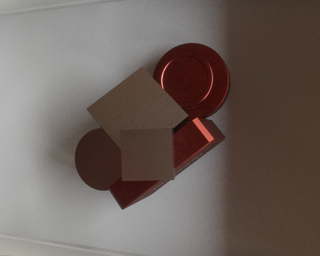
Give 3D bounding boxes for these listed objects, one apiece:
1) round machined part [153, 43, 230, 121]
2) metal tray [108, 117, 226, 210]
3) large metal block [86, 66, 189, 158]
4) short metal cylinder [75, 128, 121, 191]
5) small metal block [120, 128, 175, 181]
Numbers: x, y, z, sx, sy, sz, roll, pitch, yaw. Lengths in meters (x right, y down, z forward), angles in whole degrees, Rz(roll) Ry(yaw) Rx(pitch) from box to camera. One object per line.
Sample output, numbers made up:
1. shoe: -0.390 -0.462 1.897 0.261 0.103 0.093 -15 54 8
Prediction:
1. round machined part: 0.036 -0.058 0.386 0.098 0.042 0.097 0 90 19
2. metal tray: 0.012 0.040 0.369 0.130 0.090 0.030 -39 77 15
3. large metal block: -0.025 -0.010 0.365 0.080 0.050 0.080 -39 76 -10
4. short metal cylinder: -0.066 0.040 0.417 0.080 0.050 0.079 0 90 19
5. small metal block: -0.011 0.026 0.311 0.050 0.025 0.050 -2 89 6
